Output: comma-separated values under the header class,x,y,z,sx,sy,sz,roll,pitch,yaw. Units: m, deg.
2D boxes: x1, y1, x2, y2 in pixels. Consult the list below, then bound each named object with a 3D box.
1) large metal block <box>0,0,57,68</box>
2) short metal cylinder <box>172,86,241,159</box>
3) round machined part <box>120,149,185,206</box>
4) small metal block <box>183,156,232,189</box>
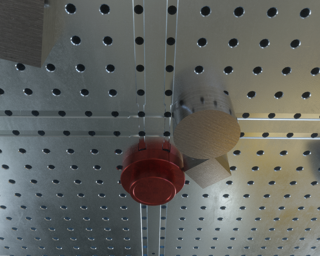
class,x,y,z,sx,sy,sz,roll,pitch,yaw
large metal block,-0.147,-0.113,0.296,0.081,0.050,0.079,12,129,-11
short metal cylinder,0.056,-0.006,0.391,0.081,0.050,0.079,0,130,0
round machined part,-0.011,0.081,0.469,0.099,0.042,0.097,0,130,0
small metal block,0.070,0.059,0.463,0.050,0.025,0.050,-31,124,23
